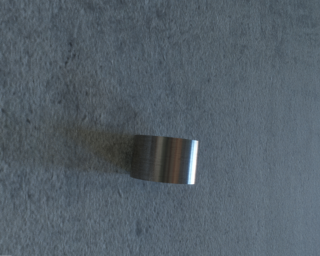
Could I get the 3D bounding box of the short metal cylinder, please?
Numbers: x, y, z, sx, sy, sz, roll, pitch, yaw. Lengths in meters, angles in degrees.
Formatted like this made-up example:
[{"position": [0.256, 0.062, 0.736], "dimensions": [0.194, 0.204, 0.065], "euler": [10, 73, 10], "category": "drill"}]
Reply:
[{"position": [0.006, 0.038, 0.376], "dimensions": [0.081, 0.080, 0.050], "euler": [10, 84, -40], "category": "short metal cylinder"}]
